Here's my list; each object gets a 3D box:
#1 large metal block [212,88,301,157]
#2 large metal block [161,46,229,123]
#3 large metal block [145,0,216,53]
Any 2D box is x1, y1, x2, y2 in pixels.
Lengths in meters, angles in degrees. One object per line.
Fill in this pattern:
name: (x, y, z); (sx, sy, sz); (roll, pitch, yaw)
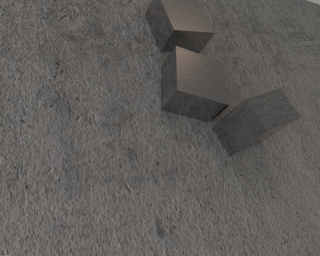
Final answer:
large metal block: (0.137, -0.008, 0.447); (0.081, 0.080, 0.050); (-18, 71, -35)
large metal block: (0.049, -0.062, 0.452); (0.081, 0.050, 0.080); (14, 56, -21)
large metal block: (0.032, -0.171, 0.509); (0.081, 0.050, 0.080); (-7, 65, -31)
